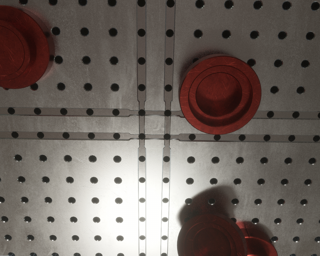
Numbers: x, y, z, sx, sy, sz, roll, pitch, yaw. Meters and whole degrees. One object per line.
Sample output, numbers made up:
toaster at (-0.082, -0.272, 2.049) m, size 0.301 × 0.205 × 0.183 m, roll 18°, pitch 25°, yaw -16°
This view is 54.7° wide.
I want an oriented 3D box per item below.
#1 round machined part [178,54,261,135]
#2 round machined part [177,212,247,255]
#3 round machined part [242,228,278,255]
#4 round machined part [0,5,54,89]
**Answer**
round machined part at (0.072, -0.044, 0.389) m, size 0.099 × 0.042 × 0.097 m, roll 0°, pitch 110°, yaw -1°
round machined part at (0.078, 0.173, 0.453) m, size 0.098 × 0.042 × 0.097 m, roll -3°, pitch 83°, yaw 26°
round machined part at (0.136, 0.210, 0.484) m, size 0.099 × 0.042 × 0.097 m, roll 0°, pitch 110°, yaw -1°
round machined part at (-0.181, -0.094, 0.367) m, size 0.099 × 0.042 × 0.097 m, roll 0°, pitch 110°, yaw -1°
